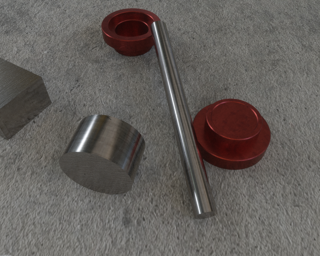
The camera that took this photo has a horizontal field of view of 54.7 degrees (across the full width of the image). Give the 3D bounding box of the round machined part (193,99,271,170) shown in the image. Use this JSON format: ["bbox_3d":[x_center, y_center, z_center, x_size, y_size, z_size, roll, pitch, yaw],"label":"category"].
[{"bbox_3d":[0.090,0.001,0.392,0.099,0.042,0.098,0,50,0],"label":"round machined part"}]

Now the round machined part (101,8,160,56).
[{"bbox_3d":[-0.047,-0.159,0.525,0.099,0.042,0.098,0,50,0],"label":"round machined part"}]

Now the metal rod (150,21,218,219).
[{"bbox_3d":[0.023,-0.033,0.405,0.025,0.025,0.299,-8,58,-6],"label":"metal rod"}]

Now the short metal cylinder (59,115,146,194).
[{"bbox_3d":[-0.062,0.031,0.341,0.080,0.080,0.050,11,51,9],"label":"short metal cylinder"}]

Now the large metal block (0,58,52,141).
[{"bbox_3d":[-0.212,-0.041,0.420,0.080,0.050,0.080,25,54,19],"label":"large metal block"}]
